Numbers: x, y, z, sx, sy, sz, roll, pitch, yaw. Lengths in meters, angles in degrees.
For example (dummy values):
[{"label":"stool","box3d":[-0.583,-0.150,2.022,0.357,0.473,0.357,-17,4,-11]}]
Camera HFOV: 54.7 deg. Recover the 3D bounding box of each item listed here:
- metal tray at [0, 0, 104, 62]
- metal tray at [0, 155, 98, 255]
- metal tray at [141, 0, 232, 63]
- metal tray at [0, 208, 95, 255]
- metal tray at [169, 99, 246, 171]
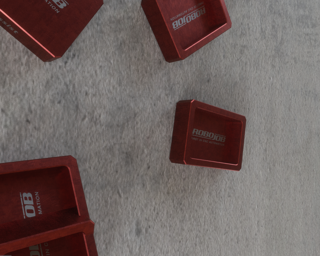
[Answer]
[{"label":"metal tray","box3d":[-0.128,-0.139,0.294,0.130,0.030,0.090,43,64,-32]},{"label":"metal tray","box3d":[-0.110,0.094,0.278,0.091,0.030,0.129,-4,70,-40]},{"label":"metal tray","box3d":[0.043,-0.160,0.439,0.131,0.030,0.090,-39,114,-33]},{"label":"metal tray","box3d":[-0.113,0.146,0.287,0.091,0.030,0.129,-4,107,-40]},{"label":"metal tray","box3d":[0.077,0.015,0.468,0.131,0.030,0.090,13,82,-40]}]
